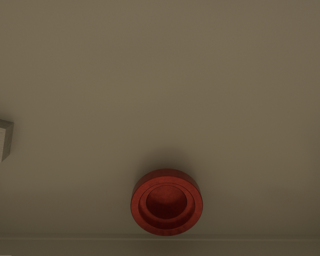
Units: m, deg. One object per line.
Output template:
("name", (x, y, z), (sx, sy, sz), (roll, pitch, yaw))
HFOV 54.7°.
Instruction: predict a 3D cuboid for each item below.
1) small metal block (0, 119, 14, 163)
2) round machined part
("small metal block", (-0.228, 0.013, 0.413), (0.050, 0.025, 0.050), (15, 109, -6))
("round machined part", (0.009, 0.100, 0.439), (0.099, 0.042, 0.097), (0, 110, -1))
